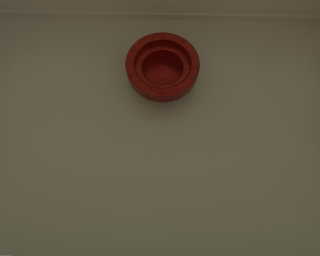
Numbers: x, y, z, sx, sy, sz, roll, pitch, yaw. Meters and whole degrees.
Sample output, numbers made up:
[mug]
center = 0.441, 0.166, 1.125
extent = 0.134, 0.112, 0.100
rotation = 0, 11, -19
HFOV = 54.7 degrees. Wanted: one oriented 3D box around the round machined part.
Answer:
[round machined part]
center = 0.003, -0.080, 0.430
extent = 0.099, 0.042, 0.098
rotation = 0, 70, -1
